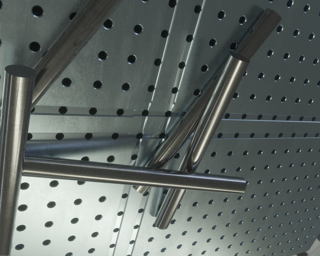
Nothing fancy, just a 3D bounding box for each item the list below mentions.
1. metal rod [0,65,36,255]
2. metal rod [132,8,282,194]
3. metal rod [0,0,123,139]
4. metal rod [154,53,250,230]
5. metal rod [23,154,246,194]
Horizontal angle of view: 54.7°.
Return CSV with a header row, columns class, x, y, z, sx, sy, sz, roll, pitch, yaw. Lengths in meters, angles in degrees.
class,x,y,z,sx,sy,sz,roll,pitch,yaw
metal rod,-0.169,0.072,0.342,0.025,0.025,0.298,3,124,-30
metal rod,0.058,-0.030,0.426,0.025,0.025,0.299,30,102,-38
metal rod,-0.088,-0.088,0.309,0.299,0.025,0.025,-48,129,5
metal rod,0.048,0.038,0.438,0.025,0.025,0.298,2,125,-30
metal rod,-0.019,0.064,0.406,0.302,0.025,0.025,9,114,-21
